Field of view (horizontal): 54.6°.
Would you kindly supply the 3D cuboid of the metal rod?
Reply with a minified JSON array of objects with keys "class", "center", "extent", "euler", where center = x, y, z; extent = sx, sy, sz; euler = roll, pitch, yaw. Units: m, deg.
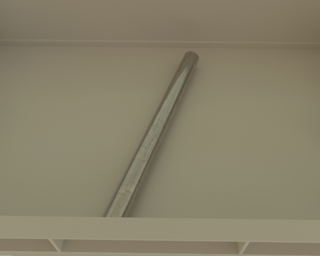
[{"class":"metal rod","center":[-0.001,-0.004,0.406],"extent":[0.025,0.025,0.301],"euler":[16,52,13]}]
